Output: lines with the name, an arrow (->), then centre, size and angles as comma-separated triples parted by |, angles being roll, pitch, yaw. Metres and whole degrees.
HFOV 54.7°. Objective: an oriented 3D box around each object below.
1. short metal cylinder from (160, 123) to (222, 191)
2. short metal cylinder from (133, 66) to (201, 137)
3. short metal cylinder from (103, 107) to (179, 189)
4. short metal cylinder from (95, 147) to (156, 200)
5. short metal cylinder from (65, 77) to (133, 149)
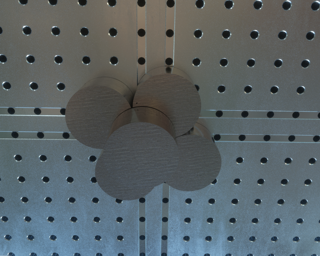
short metal cylinder -> 0.037, 0.037, 0.413 | 0.081, 0.050, 0.079 | 0, 110, -1
short metal cylinder -> 0.008, -0.033, 0.387 | 0.081, 0.050, 0.079 | 0, 110, -1
short metal cylinder -> -0.020, 0.022, 0.352 | 0.081, 0.050, 0.079 | -1, 112, -1
short metal cylinder -> -0.042, 0.049, 0.417 | 0.081, 0.050, 0.079 | 0, 110, -1
short metal cylinder -> -0.072, -0.020, 0.391 | 0.081, 0.050, 0.079 | 0, 110, -1
